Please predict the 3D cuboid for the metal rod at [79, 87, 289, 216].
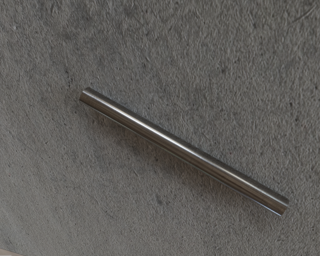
[{"bbox_3d":[0.025,0.026,0.410,0.301,0.025,0.025,29,128,9],"label":"metal rod"}]
